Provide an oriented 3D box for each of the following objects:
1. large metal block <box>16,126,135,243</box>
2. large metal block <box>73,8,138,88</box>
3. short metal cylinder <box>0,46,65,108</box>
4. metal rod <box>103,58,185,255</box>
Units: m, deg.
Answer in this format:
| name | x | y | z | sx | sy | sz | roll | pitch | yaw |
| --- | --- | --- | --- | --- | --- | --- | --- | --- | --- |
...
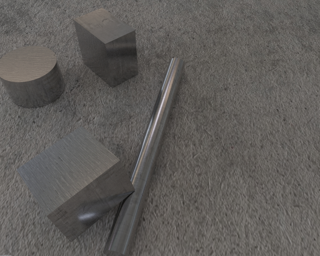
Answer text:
| name | x | y | z | sx | sy | sz | roll | pitch | yaw |
| --- | --- | --- | --- | --- | --- | --- | --- | --- | --- |
| large metal block | -0.087 | 0.054 | 0.324 | 0.080 | 0.050 | 0.080 | -37 | 45 | -20 |
| large metal block | -0.080 | -0.121 | 0.469 | 0.050 | 0.080 | 0.080 | -34 | 58 | -25 |
| short metal cylinder | -0.184 | -0.074 | 0.448 | 0.081 | 0.050 | 0.080 | 0 | 50 | 0 |
| metal rod | -0.008 | 0.011 | 0.393 | 0.025 | 0.025 | 0.300 | 10 | 51 | 8 |
